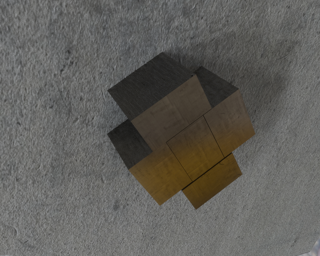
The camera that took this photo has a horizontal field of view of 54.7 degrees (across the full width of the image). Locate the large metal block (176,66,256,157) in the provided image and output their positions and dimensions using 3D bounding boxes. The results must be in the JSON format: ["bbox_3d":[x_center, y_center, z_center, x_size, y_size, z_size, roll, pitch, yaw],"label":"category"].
[{"bbox_3d":[0.068,-0.022,0.399,0.050,0.080,0.080,-37,130,-4],"label":"large metal block"}]

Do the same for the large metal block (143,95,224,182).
[{"bbox_3d":[0.027,0.008,0.394,0.050,0.080,0.080,-37,130,-4],"label":"large metal block"}]

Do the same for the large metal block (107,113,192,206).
[{"bbox_3d":[-0.014,0.037,0.390,0.050,0.080,0.080,-37,130,-4],"label":"large metal block"}]

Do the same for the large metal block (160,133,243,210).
[{"bbox_3d":[0.054,0.052,0.437,0.080,0.080,0.050,-36,130,-5],"label":"large metal block"}]

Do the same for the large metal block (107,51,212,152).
[{"bbox_3d":[-0.003,-0.033,0.353,0.080,0.080,0.050,-36,130,-5],"label":"large metal block"}]
